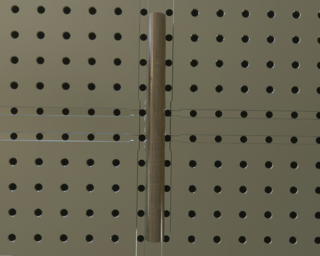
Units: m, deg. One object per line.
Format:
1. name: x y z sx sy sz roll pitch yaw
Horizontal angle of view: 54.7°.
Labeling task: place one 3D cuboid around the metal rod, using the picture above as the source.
1. metal rod: -0.006 -0.001 0.413 0.025 0.025 0.298 0 90 -1
